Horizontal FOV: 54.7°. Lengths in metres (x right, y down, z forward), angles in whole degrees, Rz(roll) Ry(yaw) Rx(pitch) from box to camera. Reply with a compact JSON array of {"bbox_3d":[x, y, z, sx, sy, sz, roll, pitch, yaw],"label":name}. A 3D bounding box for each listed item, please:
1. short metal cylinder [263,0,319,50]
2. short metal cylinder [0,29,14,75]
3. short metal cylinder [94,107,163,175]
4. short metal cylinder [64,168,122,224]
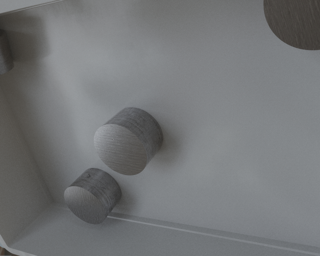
[{"bbox_3d":[0.131,-0.110,0.255,0.080,0.050,0.079,13,124,21],"label":"short metal cylinder"},{"bbox_3d":[-0.258,-0.108,0.443,0.080,0.080,0.050,13,124,21],"label":"short metal cylinder"},{"bbox_3d":[-0.043,0.018,0.426,0.080,0.050,0.079,13,124,21],"label":"short metal cylinder"},{"bbox_3d":[-0.113,0.115,0.523,0.080,0.050,0.079,13,124,21],"label":"short metal cylinder"}]
